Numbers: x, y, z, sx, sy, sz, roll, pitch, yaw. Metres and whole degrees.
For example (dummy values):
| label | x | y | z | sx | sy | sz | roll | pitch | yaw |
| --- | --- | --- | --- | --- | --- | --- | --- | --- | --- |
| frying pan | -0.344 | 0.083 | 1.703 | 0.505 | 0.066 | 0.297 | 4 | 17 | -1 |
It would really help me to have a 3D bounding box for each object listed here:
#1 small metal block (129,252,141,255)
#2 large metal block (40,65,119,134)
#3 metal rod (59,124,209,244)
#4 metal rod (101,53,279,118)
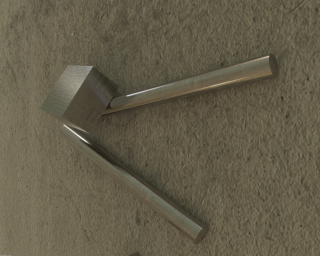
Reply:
| label | x | y | z | sx | sy | sz | roll | pitch | yaw |
| --- | --- | --- | --- | --- | --- | --- | --- | --- | --- |
| small metal block | -0.051 | 0.206 | 0.428 | 0.025 | 0.050 | 0.050 | 41 | 115 | 32 |
| large metal block | -0.120 | -0.044 | 0.457 | 0.080 | 0.050 | 0.080 | 15 | 72 | 48 |
| metal rod | -0.057 | 0.065 | 0.449 | 0.300 | 0.025 | 0.025 | 30 | 108 | 35 |
| metal rod | -0.001 | -0.043 | 0.403 | 0.300 | 0.025 | 0.025 | -10 | 84 | 39 |
